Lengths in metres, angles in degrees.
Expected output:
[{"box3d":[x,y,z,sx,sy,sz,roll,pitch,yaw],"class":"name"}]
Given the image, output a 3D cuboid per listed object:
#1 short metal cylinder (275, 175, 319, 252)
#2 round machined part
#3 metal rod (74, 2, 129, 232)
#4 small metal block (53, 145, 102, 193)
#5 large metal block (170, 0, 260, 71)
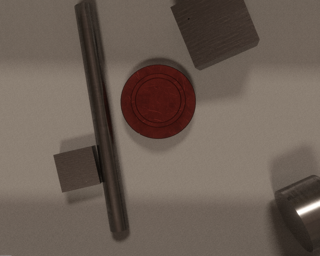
[{"box3d":[0.188,0.106,0.387,0.050,0.080,0.080,-24,90,0],"class":"short metal cylinder"},{"box3d":[-0.002,-0.034,0.403,0.099,0.042,0.097,0,90,-1],"class":"round machined part"},{"box3d":[-0.077,-0.014,0.410,0.025,0.025,0.298,-9,90,0],"class":"metal rod"},{"box3d":[-0.107,0.053,0.410,0.050,0.025,0.050,-13,90,-1],"class":"small metal block"},{"box3d":[0.070,-0.127,0.390,0.080,0.050,0.080,-22,91,15],"class":"large metal block"}]
